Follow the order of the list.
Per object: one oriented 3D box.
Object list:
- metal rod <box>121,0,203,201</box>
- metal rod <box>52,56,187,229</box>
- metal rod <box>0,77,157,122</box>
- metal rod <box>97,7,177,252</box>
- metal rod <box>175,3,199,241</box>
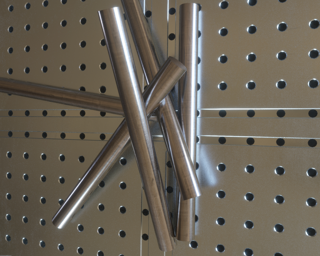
[{"bbox_3d":[-0.005,-0.057,0.397,0.025,0.025,0.299,-22,77,19],"label":"metal rod"},{"bbox_3d":[-0.065,0.034,0.407,0.025,0.025,0.299,45,114,14],"label":"metal rod"},{"bbox_3d":[-0.139,-0.047,0.462,0.301,0.025,0.025,11,94,19],"label":"metal rod"},{"bbox_3d":[-0.020,0.017,0.363,0.025,0.025,0.298,-6,110,20],"label":"metal rod"},{"bbox_3d":[0.035,-0.007,0.400,0.025,0.025,0.298,1,90,20],"label":"metal rod"}]
